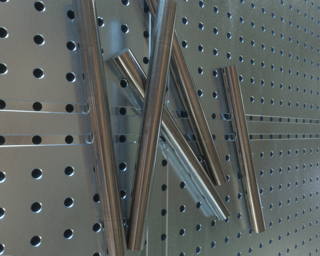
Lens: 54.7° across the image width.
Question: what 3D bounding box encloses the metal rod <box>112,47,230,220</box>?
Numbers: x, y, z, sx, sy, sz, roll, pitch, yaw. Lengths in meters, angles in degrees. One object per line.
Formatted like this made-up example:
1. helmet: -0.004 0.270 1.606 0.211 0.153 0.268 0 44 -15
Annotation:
1. metal rod: 0.027 0.024 0.434 0.025 0.025 0.299 -48 119 -29

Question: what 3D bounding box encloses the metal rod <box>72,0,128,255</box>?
1. metal rod: -0.067 0.008 0.354 0.025 0.025 0.298 -11 97 -40

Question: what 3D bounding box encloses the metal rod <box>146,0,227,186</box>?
1. metal rod: 0.042 -0.048 0.446 0.025 0.025 0.298 -34 111 -35

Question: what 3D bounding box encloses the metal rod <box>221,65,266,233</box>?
1. metal rod: 0.146 0.041 0.534 0.025 0.025 0.298 -22 104 -38

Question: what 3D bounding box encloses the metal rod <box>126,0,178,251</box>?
1. metal rod: -0.011 0.000 0.375 0.025 0.025 0.298 5 95 -40
